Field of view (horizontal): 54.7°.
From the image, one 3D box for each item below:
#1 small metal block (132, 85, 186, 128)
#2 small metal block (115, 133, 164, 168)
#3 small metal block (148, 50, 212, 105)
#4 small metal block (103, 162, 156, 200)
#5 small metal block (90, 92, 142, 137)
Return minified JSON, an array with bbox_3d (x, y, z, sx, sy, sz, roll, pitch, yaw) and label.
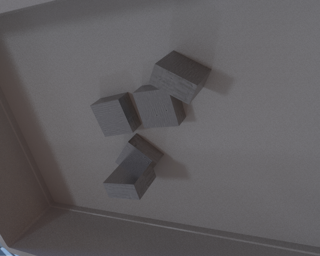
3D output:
[{"bbox_3d":[0.000,-0.029,0.391,0.050,0.025,0.050,-4,117,30],"label":"small metal block"},{"bbox_3d":[-0.030,0.044,0.452,0.050,0.025,0.050,37,129,3],"label":"small metal block"},{"bbox_3d":[0.023,-0.058,0.345,0.050,0.050,0.025,29,128,10],"label":"small metal block"},{"bbox_3d":[-0.041,0.071,0.426,0.050,0.050,0.025,-3,117,30],"label":"small metal block"},{"bbox_3d":[-0.061,-0.018,0.430,0.050,0.025,0.050,-9,114,32],"label":"small metal block"}]
